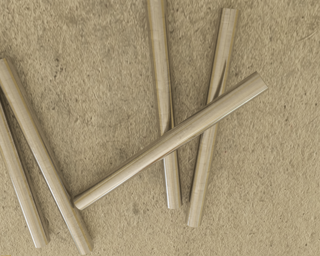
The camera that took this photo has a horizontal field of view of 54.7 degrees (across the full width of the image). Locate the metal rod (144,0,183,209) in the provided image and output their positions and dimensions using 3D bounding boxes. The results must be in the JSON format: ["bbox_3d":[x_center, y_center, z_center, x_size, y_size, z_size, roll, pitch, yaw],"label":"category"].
[{"bbox_3d":[0.006,-0.029,0.398,0.025,0.025,0.298,-5,110,2],"label":"metal rod"}]

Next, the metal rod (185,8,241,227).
[{"bbox_3d":[0.065,0.001,0.410,0.025,0.025,0.298,6,110,-2],"label":"metal rod"}]

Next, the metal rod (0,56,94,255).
[{"bbox_3d":[-0.154,0.051,0.427,0.025,0.025,0.298,-15,110,5],"label":"metal rod"}]

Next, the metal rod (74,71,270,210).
[{"bbox_3d":[-0.001,0.027,0.394,0.299,0.025,0.025,-35,107,22],"label":"metal rod"}]

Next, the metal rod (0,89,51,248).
[{"bbox_3d":[-0.202,0.036,0.420,0.025,0.025,0.298,-8,110,3],"label":"metal rod"}]
